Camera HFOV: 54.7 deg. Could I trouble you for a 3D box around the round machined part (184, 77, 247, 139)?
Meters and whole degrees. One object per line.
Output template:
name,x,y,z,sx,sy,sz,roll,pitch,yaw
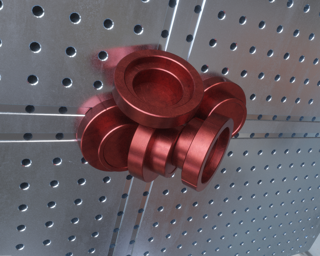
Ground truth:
round machined part,0.082,-0.019,0.435,0.099,0.042,0.097,-14,125,-21

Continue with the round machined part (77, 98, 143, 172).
round machined part,-0.049,0.015,0.384,0.099,0.042,0.097,-14,125,-21

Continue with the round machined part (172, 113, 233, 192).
round machined part,0.050,0.026,0.383,0.098,0.042,0.097,-47,151,-37

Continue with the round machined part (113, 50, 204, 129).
round machined part,-0.004,-0.039,0.346,0.099,0.098,0.042,-12,149,-22

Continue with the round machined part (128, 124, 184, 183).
round machined part,0.004,0.023,0.388,0.098,0.042,0.097,-52,153,-39
